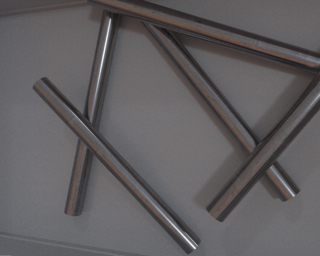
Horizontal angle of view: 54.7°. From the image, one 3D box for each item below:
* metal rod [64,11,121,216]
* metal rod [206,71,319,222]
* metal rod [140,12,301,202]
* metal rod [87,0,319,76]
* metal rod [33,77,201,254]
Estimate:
[{"bbox_3d":[-0.097,-0.021,0.443,0.025,0.025,0.298,13,94,19],"label":"metal rod"},{"bbox_3d":[0.152,-0.018,0.331,0.025,0.025,0.299,40,100,15],"label":"metal rod"},{"bbox_3d":[0.064,-0.040,0.387,0.025,0.025,0.299,-40,78,15],"label":"metal rod"},{"bbox_3d":[0.050,-0.120,0.374,0.301,0.025,0.025,21,97,11],"label":"metal rod"},{"bbox_3d":[-0.061,0.045,0.411,0.300,0.025,0.025,46,104,6],"label":"metal rod"}]
